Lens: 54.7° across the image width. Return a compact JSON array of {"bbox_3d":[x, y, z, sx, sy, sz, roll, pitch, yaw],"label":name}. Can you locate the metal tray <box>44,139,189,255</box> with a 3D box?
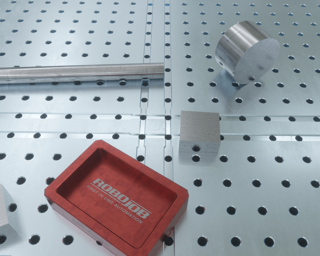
[{"bbox_3d":[-0.046,0.077,0.338,0.130,0.030,0.090,28,55,21],"label":"metal tray"}]

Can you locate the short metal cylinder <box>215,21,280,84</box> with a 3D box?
[{"bbox_3d":[0.131,-0.113,0.469,0.081,0.080,0.050,-21,53,-17],"label":"short metal cylinder"}]

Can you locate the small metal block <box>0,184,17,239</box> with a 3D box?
[{"bbox_3d":[-0.185,0.094,0.326,0.050,0.025,0.050,-20,53,-17],"label":"small metal block"}]

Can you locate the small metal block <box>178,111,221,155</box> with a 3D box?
[{"bbox_3d":[0.051,0.005,0.404,0.050,0.025,0.050,4,50,3],"label":"small metal block"}]

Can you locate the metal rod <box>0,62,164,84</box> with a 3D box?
[{"bbox_3d":[-0.145,-0.083,0.475,0.302,0.025,0.025,-2,50,-3],"label":"metal rod"}]
